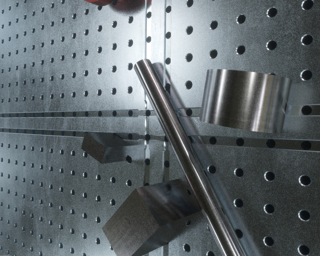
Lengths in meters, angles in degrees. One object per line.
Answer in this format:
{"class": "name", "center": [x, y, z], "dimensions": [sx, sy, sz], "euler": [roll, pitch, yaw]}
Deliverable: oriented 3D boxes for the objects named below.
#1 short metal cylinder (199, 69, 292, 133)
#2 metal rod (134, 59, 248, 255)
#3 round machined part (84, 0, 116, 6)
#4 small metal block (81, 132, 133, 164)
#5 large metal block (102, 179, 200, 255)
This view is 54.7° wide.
{"class": "short metal cylinder", "center": [0.083, -0.027, 0.304], "dimensions": [0.080, 0.081, 0.050], "euler": [13, 99, 39]}
{"class": "metal rod", "center": [0.036, 0.040, 0.378], "dimensions": [0.025, 0.025, 0.299], "euler": [-38, 67, 33]}
{"class": "round machined part", "center": [-0.079, -0.231, 0.461], "dimensions": [0.098, 0.042, 0.097], "euler": [0, 90, 39]}
{"class": "small metal block", "center": [-0.078, 0.028, 0.455], "dimensions": [0.050, 0.050, 0.025], "euler": [28, 108, 36]}
{"class": "large metal block", "center": [-0.010, 0.112, 0.380], "dimensions": [0.080, 0.081, 0.050], "euler": [-52, 60, 27]}
